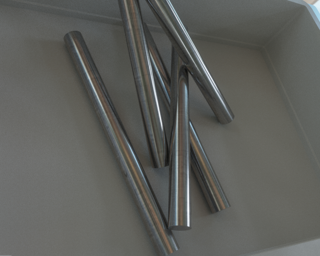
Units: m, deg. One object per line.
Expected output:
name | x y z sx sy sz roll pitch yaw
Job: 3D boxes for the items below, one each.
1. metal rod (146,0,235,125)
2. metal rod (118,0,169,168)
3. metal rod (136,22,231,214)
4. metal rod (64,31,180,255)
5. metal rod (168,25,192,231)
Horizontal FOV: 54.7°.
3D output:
metal rod | 0.025 -0.116 0.397 0.300 0.025 0.025 53 44 -31
metal rod | -0.027 -0.100 0.372 0.025 0.025 0.298 -14 95 -34
metal rod | 0.022 -0.027 0.435 0.025 0.025 0.299 -10 67 -33
metal rod | -0.054 0.006 0.374 0.025 0.025 0.299 -14 69 -34
metal rod | 0.026 -0.023 0.402 0.025 0.025 0.299 15 57 -20
